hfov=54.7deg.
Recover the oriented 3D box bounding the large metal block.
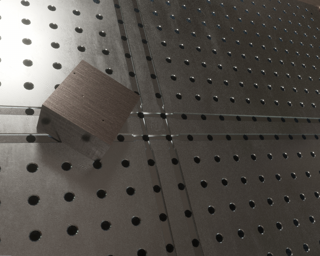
[{"bbox_3d":[-0.081,-0.019,0.361,0.080,0.050,0.080,32,51,-8],"label":"large metal block"}]
